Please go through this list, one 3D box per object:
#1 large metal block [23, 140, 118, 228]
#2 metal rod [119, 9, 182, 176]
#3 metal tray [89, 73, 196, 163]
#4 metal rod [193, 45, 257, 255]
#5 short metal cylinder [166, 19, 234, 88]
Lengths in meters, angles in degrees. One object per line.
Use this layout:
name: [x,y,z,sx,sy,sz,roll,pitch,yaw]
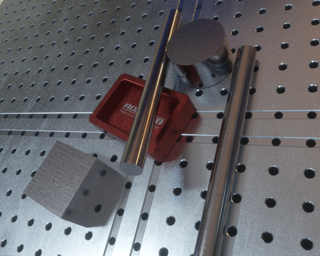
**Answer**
large metal block: [-0.117,0.072,0.408,0.080,0.050,0.080,18,71,34]
metal rod: [-0.003,-0.071,0.414,0.025,0.025,0.300,-8,46,24]
metal tray: [-0.027,-0.019,0.429,0.130,0.030,0.090,25,75,36]
metal rod: [0.075,0.031,0.349,0.025,0.025,0.300,3,63,29]
short metal cylinder: [0.056,-0.102,0.424,0.080,0.050,0.080,-13,56,20]
